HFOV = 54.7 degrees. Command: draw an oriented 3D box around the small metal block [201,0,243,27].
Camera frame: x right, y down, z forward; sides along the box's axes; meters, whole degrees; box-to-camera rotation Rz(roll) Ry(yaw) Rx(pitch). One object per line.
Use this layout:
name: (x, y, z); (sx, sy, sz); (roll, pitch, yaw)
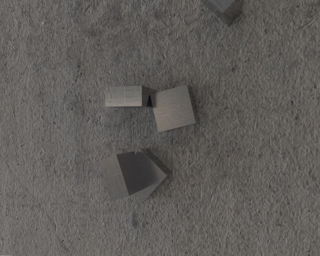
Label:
small metal block: (0.071, -0.154, 0.371); (0.025, 0.050, 0.050); (-45, 76, 15)

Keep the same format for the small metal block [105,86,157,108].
small metal block: (-0.037, -0.040, 0.409); (0.050, 0.050, 0.025); (0, 90, 20)

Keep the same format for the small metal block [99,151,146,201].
small metal block: (-0.046, 0.058, 0.385); (0.025, 0.050, 0.050); (-20, 83, 19)

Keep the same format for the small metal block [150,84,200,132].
small metal block: (0.020, -0.024, 0.402); (0.050, 0.025, 0.050); (-14, 85, 19)

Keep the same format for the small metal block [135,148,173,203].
small metal block: (-0.020, 0.062, 0.416); (0.050, 0.025, 0.050); (44, 103, 14)
